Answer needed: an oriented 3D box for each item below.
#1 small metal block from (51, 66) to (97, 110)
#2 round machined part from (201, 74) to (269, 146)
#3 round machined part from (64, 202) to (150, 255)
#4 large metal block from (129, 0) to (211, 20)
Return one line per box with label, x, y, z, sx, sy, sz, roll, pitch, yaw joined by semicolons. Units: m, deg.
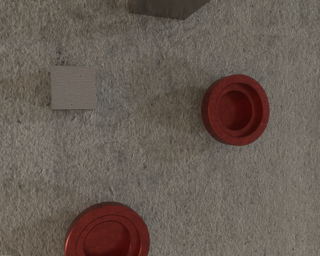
small metal block;-0.104;-0.047;0.371;0.050;0.025;0.050;-2;91;-21
round machined part;0.102;-0.025;0.439;0.099;0.042;0.097;0;90;-21
round machined part;-0.065;0.138;0.377;0.099;0.042;0.097;0;90;-21
large metal block;0.010;-0.176;0.384;0.081;0.080;0.050;0;90;-20
